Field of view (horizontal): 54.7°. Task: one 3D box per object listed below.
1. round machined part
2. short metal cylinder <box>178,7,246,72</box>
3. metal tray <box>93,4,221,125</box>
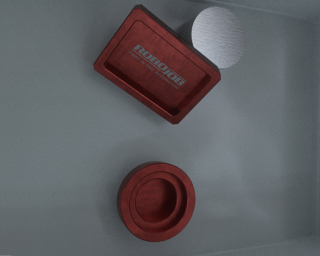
[{"bbox_3d":[-0.008,0.091,0.400,0.099,0.042,0.097,0,90,-21],"label":"round machined part"},{"bbox_3d":[0.069,-0.117,0.424,0.081,0.050,0.079,0,90,-21],"label":"short metal cylinder"},{"bbox_3d":[-0.002,-0.074,0.382,0.130,0.030,0.090,35,115,-17],"label":"metal tray"}]
